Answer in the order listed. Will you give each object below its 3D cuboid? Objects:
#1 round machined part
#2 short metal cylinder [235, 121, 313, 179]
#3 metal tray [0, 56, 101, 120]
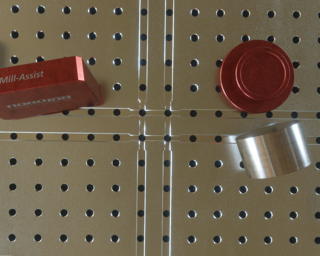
[{"bbox_3d":[0.128,-0.068,0.407,0.099,0.042,0.097,0,90,-1],"label":"round machined part"},{"bbox_3d":[0.141,0.026,0.388,0.080,0.080,0.050,-18,90,0],"label":"short metal cylinder"},{"bbox_3d":[-0.147,-0.045,0.376,0.131,0.090,0.030,-10,77,-1],"label":"metal tray"}]
